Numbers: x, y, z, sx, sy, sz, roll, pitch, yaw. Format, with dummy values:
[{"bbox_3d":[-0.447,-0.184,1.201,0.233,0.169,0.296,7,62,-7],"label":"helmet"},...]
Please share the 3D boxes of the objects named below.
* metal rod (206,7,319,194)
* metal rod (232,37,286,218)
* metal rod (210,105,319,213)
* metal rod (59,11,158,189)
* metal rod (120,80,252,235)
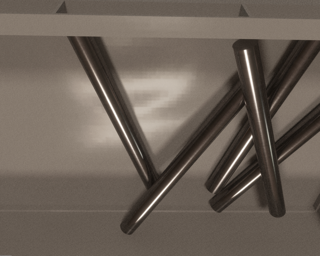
[{"bbox_3d":[0.130,-0.013,0.399,0.025,0.025,0.298,13,129,-12],"label":"metal rod"},{"bbox_3d":[0.135,0.023,0.396,0.025,0.025,0.299,-16,129,12],"label":"metal rod"},{"bbox_3d":[0.171,0.034,0.440,0.025,0.025,0.298,24,126,-20],"label":"metal rod"},{"bbox_3d":[-0.047,-0.004,0.405,0.025,0.025,0.299,-13,129,10],"label":"metal rod"},{"bbox_3d":[0.027,0.053,0.431,0.025,0.025,0.298,26,118,-21],"label":"metal rod"}]
